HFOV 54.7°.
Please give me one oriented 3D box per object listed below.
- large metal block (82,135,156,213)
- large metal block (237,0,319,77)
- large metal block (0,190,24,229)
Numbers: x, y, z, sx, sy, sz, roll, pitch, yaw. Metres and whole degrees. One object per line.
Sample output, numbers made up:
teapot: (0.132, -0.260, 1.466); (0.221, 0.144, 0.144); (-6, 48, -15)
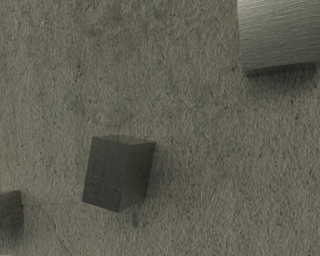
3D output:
large metal block: (-0.050, 0.053, 0.397); (0.050, 0.080, 0.080); (11, 94, 20)
large metal block: (0.133, -0.105, 0.349); (0.080, 0.050, 0.080); (-4, 89, 20)
large metal block: (-0.274, 0.131, 0.477); (0.080, 0.080, 0.050); (-10, 87, 20)
